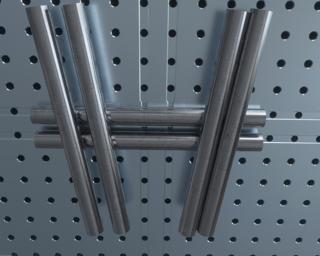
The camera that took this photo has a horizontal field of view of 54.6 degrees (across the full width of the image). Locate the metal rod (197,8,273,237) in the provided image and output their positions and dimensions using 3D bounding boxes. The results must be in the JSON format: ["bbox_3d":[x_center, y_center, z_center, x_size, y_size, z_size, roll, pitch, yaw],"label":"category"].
[{"bbox_3d":[0.088,0.009,0.391,0.025,0.025,0.298,9,110,-3],"label":"metal rod"}]

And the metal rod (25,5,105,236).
[{"bbox_3d":[-0.113,0.007,0.389,0.025,0.025,0.298,-8,110,3],"label":"metal rod"}]

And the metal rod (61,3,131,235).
[{"bbox_3d":[-0.075,0.004,0.388,0.025,0.025,0.298,-8,110,3],"label":"metal rod"}]

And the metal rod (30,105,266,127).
[{"bbox_3d":[-0.014,-0.015,0.408,0.302,0.025,0.025,1,110,-1],"label":"metal rod"}]

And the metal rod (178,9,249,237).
[{"bbox_3d":[0.062,0.009,0.391,0.025,0.025,0.298,9,110,-3],"label":"metal rod"}]

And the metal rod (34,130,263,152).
[{"bbox_3d":[-0.014,0.017,0.420,0.302,0.025,0.025,1,110,-1],"label":"metal rod"}]
